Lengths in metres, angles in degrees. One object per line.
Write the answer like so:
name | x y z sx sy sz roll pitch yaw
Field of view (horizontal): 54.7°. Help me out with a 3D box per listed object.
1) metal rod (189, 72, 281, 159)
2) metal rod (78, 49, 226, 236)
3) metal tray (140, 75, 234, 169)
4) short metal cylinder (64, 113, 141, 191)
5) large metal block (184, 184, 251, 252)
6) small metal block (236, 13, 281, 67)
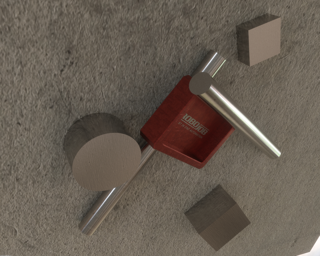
metal rod | 0.121 -0.001 0.428 0.025 0.025 0.301 -51 143 8
metal rod | -0.016 0.026 0.415 0.025 0.025 0.299 30 102 -38
metal tray | 0.045 -0.001 0.401 0.090 0.030 0.130 -51 143 7
short metal cylinder | -0.069 0.028 0.371 0.081 0.050 0.079 -14 125 -21
large metal block | 0.103 0.160 0.548 0.080 0.050 0.080 -39 130 -2
small metal block | 0.130 -0.116 0.408 0.050 0.025 0.050 -25 128 -13
